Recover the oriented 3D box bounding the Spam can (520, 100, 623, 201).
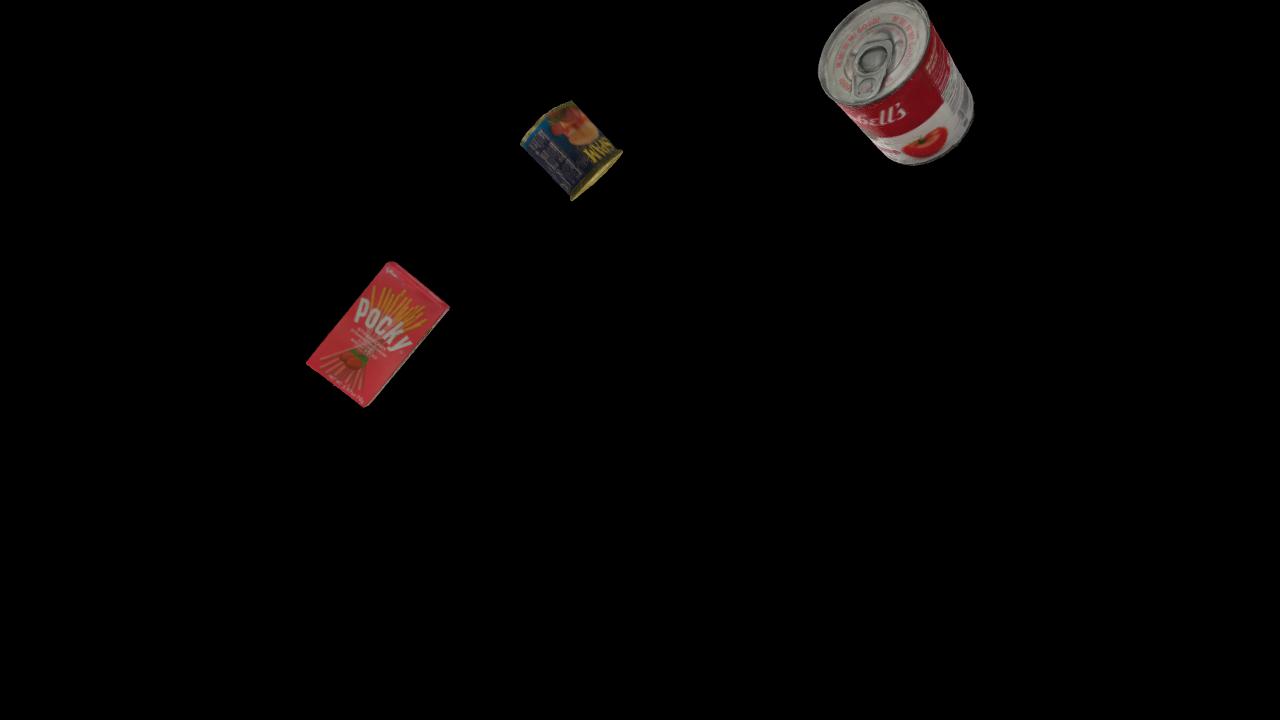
[{"bbox_3d":[-0.078,-0.244,0.712,0.058,0.085,0.101,-38,13,34],"label":"Spam can"}]

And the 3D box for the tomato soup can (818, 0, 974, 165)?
[{"bbox_3d":[0.171,-0.178,0.403,0.068,0.068,0.101,0,-8,42],"label":"tomato soup can"}]

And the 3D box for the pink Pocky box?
[{"bbox_3d":[-0.302,-0.029,0.711,0.084,0.155,0.029,41,4,-9],"label":"pink Pocky box"}]
